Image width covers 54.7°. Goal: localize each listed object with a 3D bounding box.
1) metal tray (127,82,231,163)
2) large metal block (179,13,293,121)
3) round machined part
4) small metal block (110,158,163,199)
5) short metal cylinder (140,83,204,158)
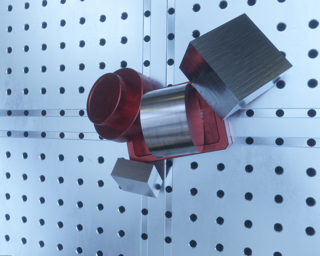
[{"bbox_3d":[0.018,-0.007,0.401,0.130,0.030,0.089,-12,86,19],"label":"metal tray"},{"bbox_3d":[0.082,-0.068,0.345,0.080,0.050,0.080,-32,78,-20],"label":"large metal block"},{"bbox_3d":[-0.058,-0.033,0.400,0.098,0.042,0.098,-16,66,39],"label":"round machined part"},{"bbox_3d":[-0.029,0.066,0.403,0.050,0.050,0.025,8,59,20],"label":"small metal block"},{"bbox_3d":[0.017,-0.008,0.360,0.050,0.080,0.080,-9,87,19],"label":"short metal cylinder"}]
